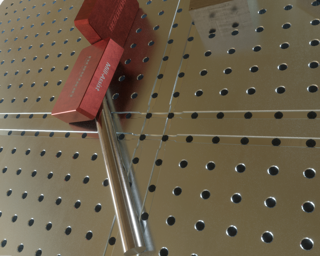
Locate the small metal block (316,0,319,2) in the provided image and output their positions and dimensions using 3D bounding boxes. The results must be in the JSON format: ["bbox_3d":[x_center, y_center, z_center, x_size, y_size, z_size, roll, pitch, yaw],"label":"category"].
[{"bbox_3d":[0.222,-0.201,0.415,0.050,0.025,0.050,-34,52,5],"label":"small metal block"}]

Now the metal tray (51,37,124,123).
[{"bbox_3d":[-0.114,-0.074,0.487,0.090,0.030,0.130,-4,60,47],"label":"metal tray"}]

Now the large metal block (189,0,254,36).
[{"bbox_3d":[0.093,-0.192,0.460,0.080,0.050,0.080,-4,60,25],"label":"large metal block"}]

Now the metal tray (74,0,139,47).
[{"bbox_3d":[-0.086,-0.196,0.529,0.030,0.090,0.130,2,63,29],"label":"metal tray"}]

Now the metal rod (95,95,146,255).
[{"bbox_3d":[-0.069,0.023,0.428,0.025,0.025,0.299,-28,52,10],"label":"metal rod"}]
